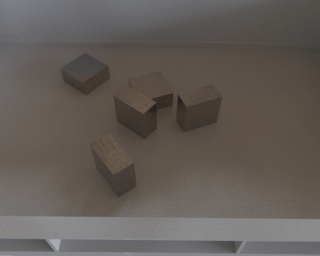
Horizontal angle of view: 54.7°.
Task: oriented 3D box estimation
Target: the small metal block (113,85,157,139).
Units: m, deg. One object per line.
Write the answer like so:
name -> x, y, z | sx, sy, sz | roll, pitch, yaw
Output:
small metal block -> -0.032, -0.020, 0.406 | 0.050, 0.050, 0.025 | 32, 57, 23

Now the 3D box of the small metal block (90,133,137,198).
small metal block -> -0.053, 0.043, 0.352 | 0.025, 0.050, 0.050 | -30, 57, -23

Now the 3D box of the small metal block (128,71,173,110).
small metal block -> -0.014, -0.052, 0.449 | 0.050, 0.025, 0.050 | -16, 52, -14

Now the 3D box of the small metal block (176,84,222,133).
small metal block -> 0.051, -0.026, 0.411 | 0.050, 0.050, 0.025 | -17, 52, -14

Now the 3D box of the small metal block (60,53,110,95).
small metal block -> -0.114, -0.083, 0.474 | 0.050, 0.025, 0.050 | 31, 56, 23
